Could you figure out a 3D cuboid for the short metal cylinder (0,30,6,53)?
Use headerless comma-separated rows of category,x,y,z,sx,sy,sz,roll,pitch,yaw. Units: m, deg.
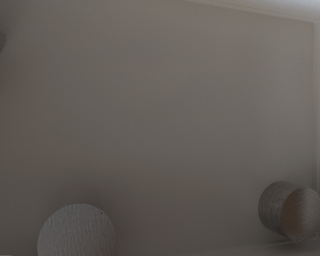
short metal cylinder,-0.202,-0.079,0.307,0.050,0.080,0.080,38,78,-17

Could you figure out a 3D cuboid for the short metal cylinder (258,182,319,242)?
short metal cylinder,0.200,0.126,0.473,0.081,0.050,0.079,0,90,-21

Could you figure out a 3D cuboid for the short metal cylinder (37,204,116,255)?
short metal cylinder,-0.093,0.130,0.348,0.081,0.050,0.080,8,63,-15
